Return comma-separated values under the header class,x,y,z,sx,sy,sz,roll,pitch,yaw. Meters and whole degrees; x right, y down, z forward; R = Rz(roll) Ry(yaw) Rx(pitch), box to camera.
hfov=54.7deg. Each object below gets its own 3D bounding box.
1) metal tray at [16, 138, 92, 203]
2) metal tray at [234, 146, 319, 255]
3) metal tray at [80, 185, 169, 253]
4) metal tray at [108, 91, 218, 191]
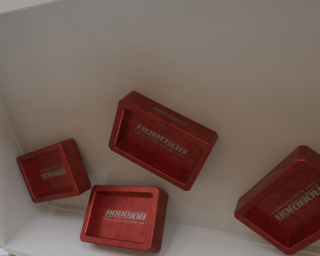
class,x,y,z,sx,sy,sz,roll,pitch,yaw
metal tray,-0.185,0.076,0.532,0.130,0.030,0.090,-17,95,34
metal tray,0.164,0.092,0.375,0.090,0.030,0.129,36,129,4
metal tray,-0.056,0.137,0.479,0.130,0.090,0.030,-4,153,29
metal tray,0.000,0.018,0.415,0.130,0.030,0.089,28,128,10
